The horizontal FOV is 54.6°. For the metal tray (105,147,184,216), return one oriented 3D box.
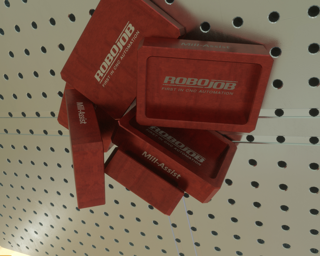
[{"bbox_3d":[-0.013,0.061,0.394,0.090,0.130,0.030,33,90,6],"label":"metal tray"}]

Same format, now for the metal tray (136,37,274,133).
[{"bbox_3d":[0.042,-0.044,0.328,0.131,0.030,0.089,4,123,0],"label":"metal tray"}]

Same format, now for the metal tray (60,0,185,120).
[{"bbox_3d":[-0.045,-0.085,0.356,0.090,0.030,0.129,38,115,-2],"label":"metal tray"}]

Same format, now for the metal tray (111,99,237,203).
[{"bbox_3d":[0.020,0.018,0.369,0.130,0.090,0.030,33,128,6],"label":"metal tray"}]

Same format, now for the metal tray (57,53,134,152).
[{"bbox_3d":[-0.088,-0.036,0.433,0.090,0.030,0.129,33,129,5],"label":"metal tray"}]

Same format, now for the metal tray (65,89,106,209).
[{"bbox_3d":[-0.092,0.019,0.375,0.030,0.130,0.089,-6,125,-17],"label":"metal tray"}]
